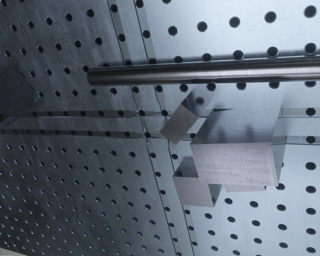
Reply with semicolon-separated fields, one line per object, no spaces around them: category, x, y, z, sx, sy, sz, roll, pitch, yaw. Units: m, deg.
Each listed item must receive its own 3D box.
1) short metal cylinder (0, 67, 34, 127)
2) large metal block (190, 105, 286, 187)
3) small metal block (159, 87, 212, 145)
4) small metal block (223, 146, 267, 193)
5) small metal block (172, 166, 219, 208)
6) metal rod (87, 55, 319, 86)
short metal cylinder;-0.243;-0.046;0.473;0.050;0.080;0.080;-24;106;36
large metal block;0.089;0.018;0.339;0.080;0.080;0.050;-3;117;29
small metal block;0.031;-0.015;0.369;0.025;0.050;0.050;38;129;2
small metal block;0.102;0.052;0.389;0.050;0.025;0.050;-11;113;32
small metal block;0.050;0.082;0.434;0.050;0.025;0.050;-3;117;29
metal rod;0.046;-0.062;0.347;0.301;0.025;0.025;3;120;26
